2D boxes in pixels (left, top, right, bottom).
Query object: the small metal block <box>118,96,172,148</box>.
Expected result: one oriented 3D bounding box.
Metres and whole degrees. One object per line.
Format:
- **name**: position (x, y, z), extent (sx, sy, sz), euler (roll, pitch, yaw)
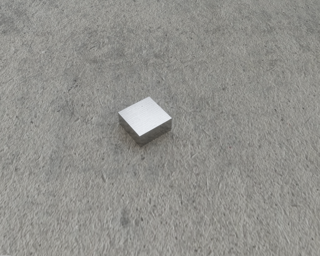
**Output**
- **small metal block**: position (-0.020, -0.009, 0.412), extent (0.050, 0.025, 0.050), euler (-30, 56, -23)
